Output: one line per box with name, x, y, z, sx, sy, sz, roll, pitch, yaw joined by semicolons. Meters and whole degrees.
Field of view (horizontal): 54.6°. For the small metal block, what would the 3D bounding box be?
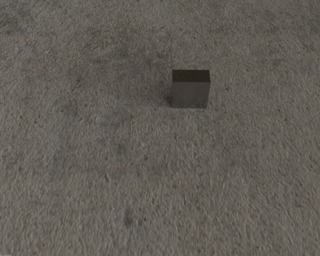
small metal block;0.042;-0.054;0.433;0.050;0.050;0.025;0;50;0
